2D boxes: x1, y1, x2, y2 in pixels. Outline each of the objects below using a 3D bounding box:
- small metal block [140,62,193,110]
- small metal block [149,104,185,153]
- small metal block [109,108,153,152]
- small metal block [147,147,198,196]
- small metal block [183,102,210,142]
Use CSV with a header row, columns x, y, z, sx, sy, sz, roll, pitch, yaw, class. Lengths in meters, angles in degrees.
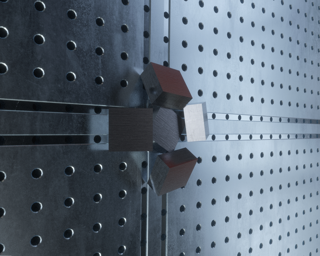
x,y,z,sx,sy,sz,roll,pitch,yaw,class
0.008,-0.054,0.401,0.050,0.025,0.050,8,49,-40,small metal block
0.002,0.001,0.412,0.050,0.025,0.050,39,66,-34,small metal block
-0.035,0.002,0.367,0.050,0.025,0.050,0,90,-6,small metal block
0.016,0.057,0.409,0.050,0.025,0.050,-12,133,-40,small metal block
0.053,-0.010,0.440,0.050,0.025,0.050,-29,112,-74,small metal block
